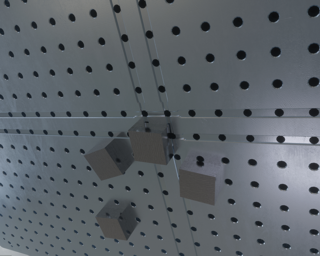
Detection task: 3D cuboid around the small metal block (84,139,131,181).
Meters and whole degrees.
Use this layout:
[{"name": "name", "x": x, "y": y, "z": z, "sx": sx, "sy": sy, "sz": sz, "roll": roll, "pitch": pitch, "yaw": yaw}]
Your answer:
[{"name": "small metal block", "x": -0.083, "y": 0.051, "z": 0.487, "sx": 0.050, "sy": 0.025, "sz": 0.050, "roll": -21, "pitch": 107, "yaw": 36}]

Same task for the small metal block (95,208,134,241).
[{"name": "small metal block", "x": -0.082, "y": 0.174, "z": 0.563, "sx": 0.050, "sy": 0.025, "sz": 0.050, "roll": -4, "pitch": 117, "yaw": 30}]

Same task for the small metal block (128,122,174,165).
[{"name": "small metal block", "x": -0.012, "y": 0.021, "z": 0.431, "sx": 0.050, "sy": 0.025, "sz": 0.050, "roll": 5, "pitch": 121, "yaw": 26}]

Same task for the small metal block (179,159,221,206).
[{"name": "small metal block", "x": 0.055, "y": 0.074, "z": 0.429, "sx": 0.050, "sy": 0.025, "sz": 0.050, "roll": 10, "pitch": 123, "yaw": 23}]
